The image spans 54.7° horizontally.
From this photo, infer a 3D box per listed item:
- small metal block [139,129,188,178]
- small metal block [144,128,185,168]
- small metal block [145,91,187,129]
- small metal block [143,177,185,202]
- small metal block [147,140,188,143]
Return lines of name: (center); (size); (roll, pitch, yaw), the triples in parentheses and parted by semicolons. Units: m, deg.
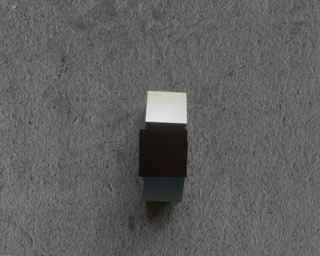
small metal block: (0.003, 0.027, 0.336); (0.050, 0.025, 0.050); (1, 90, -1)
small metal block: (0.006, 0.026, 0.412); (0.050, 0.025, 0.050); (2, 90, -1)
small metal block: (0.008, -0.020, 0.399); (0.050, 0.025, 0.050); (3, 54, 0)
small metal block: (0.004, 0.069, 0.399); (0.050, 0.025, 0.050); (2, 131, -1)
small metal block: (0.006, 0.027, 0.373); (0.050, 0.050, 0.025); (2, 90, -1)
